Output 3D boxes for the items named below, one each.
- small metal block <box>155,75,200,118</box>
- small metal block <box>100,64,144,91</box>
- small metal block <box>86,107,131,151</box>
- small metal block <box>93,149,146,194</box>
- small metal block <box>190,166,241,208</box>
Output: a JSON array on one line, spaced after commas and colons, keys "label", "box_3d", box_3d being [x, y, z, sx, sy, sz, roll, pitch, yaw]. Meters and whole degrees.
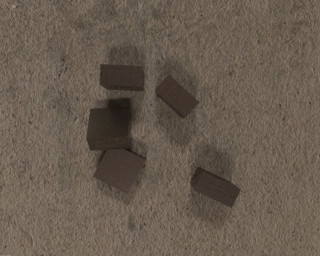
[{"label": "small metal block", "box_3d": [0.021, -0.039, 0.398, 0.050, 0.050, 0.025, 42, 90, -1]}, {"label": "small metal block", "box_3d": [-0.047, -0.063, 0.397, 0.050, 0.050, 0.025, 3, 90, -1]}, {"label": "small metal block", "box_3d": [-0.064, 0.000, 0.396, 0.050, 0.025, 0.050, -3, 49, -1]}, {"label": "small metal block", "box_3d": [-0.052, 0.052, 0.409, 0.050, 0.025, 0.050, 28, 90, -1]}, {"label": "small metal block", "box_3d": [0.069, 0.075, 0.399, 0.050, 0.050, 0.025, 26, 90, -1]}]
